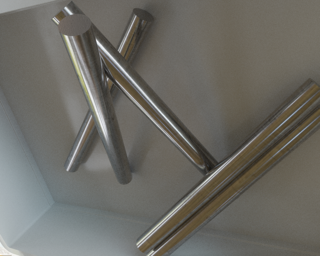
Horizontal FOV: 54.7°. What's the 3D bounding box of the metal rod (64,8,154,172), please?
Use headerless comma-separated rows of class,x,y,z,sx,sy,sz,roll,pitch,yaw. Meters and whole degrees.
metal rod,-0.085,-0.030,0.434,0.025,0.025,0.298,37,129,3

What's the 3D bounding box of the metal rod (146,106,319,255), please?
metal rod,0.077,0.083,0.377,0.025,0.025,0.299,41,116,0

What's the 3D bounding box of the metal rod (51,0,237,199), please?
metal rod,0.006,-0.008,0.341,0.025,0.025,0.300,-21,126,36

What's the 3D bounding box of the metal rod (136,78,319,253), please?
metal rod,0.065,0.061,0.361,0.025,0.025,0.299,41,117,0

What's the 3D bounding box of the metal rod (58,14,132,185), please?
metal rod,-0.060,0.000,0.361,0.025,0.025,0.299,22,152,15
